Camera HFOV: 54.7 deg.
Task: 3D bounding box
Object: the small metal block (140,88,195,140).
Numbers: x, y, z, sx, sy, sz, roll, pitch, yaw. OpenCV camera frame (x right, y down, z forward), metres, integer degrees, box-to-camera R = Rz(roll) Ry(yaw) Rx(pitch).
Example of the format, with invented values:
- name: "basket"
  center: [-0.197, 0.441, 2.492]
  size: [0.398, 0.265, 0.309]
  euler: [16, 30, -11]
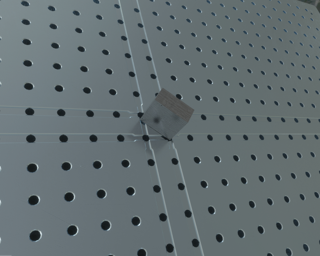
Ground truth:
- name: "small metal block"
  center: [0.009, -0.017, 0.409]
  size: [0.050, 0.050, 0.025]
  euler: [35, 51, -6]
